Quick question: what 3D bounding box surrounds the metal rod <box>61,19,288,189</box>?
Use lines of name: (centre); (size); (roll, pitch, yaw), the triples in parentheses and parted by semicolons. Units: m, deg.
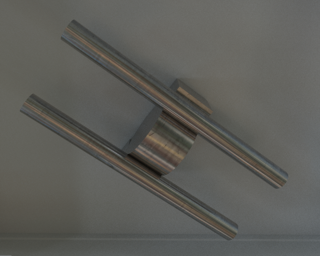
metal rod: (0.027, -0.018, 0.350); (0.301, 0.025, 0.025); (34, 106, -12)

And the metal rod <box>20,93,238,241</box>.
metal rod: (-0.027, 0.054, 0.377); (0.301, 0.025, 0.025); (34, 106, -12)

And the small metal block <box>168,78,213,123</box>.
small metal block: (0.035, -0.033, 0.384); (0.050, 0.050, 0.025); (35, 106, -12)

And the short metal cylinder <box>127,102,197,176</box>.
short metal cylinder: (0.003, 0.012, 0.385); (0.050, 0.080, 0.080); (35, 106, -12)

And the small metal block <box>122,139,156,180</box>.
small metal block: (-0.029, 0.047, 0.413); (0.050, 0.050, 0.025); (35, 106, -12)
